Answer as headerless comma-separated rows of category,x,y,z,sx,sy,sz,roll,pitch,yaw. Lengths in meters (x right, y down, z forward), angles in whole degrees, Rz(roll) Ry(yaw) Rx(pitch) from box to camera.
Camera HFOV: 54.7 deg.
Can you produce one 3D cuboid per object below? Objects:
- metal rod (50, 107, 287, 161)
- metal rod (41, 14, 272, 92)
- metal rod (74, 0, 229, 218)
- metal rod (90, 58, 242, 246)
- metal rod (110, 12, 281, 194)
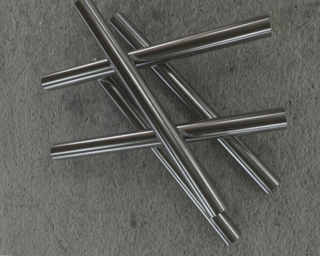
metal rod,-0.004,0.011,0.385,0.301,0.025,0.025,-9,87,19
metal rod,-0.019,-0.089,0.390,0.301,0.025,0.025,-10,87,19
metal rod,-0.016,-0.033,0.362,0.025,0.025,0.299,-36,79,16
metal rod,-0.002,0.022,0.409,0.025,0.025,0.300,-42,77,15
metal rod,0.036,-0.040,0.396,0.025,0.025,0.300,-44,77,14
